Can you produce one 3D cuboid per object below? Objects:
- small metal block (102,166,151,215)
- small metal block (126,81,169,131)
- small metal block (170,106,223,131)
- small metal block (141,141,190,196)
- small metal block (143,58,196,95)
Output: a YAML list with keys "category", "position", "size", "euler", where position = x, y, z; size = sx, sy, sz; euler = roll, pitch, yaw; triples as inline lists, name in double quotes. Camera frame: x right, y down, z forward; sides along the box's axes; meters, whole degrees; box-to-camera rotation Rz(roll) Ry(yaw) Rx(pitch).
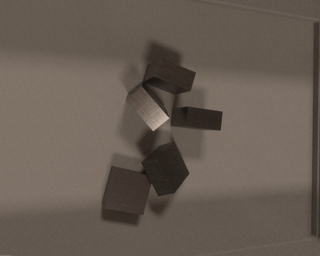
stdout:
- category: "small metal block"
  position: [-0.042, 0.079, 0.396]
  size: [0.050, 0.025, 0.050]
  euler: [16, 85, -20]
- category: "small metal block"
  position: [-0.016, -0.029, 0.389]
  size: [0.025, 0.050, 0.050]
  euler: [-39, 104, 8]
- category: "small metal block"
  position: [0.048, -0.012, 0.416]
  size: [0.050, 0.050, 0.025]
  euler: [7, 88, -20]
- category: "small metal block"
  position: [0.008, 0.052, 0.401]
  size: [0.050, 0.025, 0.050]
  euler: [-39, 106, -55]
- category: "small metal block"
  position: [0.011, -0.065, 0.402]
  size: [0.050, 0.050, 0.025]
  euler: [19, 84, -20]
